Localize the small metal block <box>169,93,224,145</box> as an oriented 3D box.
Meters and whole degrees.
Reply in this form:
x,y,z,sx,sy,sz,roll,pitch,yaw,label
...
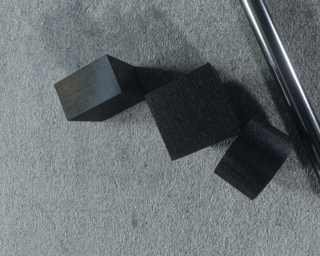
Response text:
x,y,z,sx,sy,sz,roll,pitch,yaw,label
0.047,-0.011,0.392,0.050,0.025,0.050,38,102,16,small metal block

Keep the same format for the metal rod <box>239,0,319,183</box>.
x,y,z,sx,sy,sz,roll,pitch,yaw,label
0.150,-0.046,0.356,0.025,0.025,0.299,-23,82,18,metal rod

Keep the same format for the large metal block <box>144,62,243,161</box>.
x,y,z,sx,sy,sz,roll,pitch,yaw,label
0.041,-0.016,0.355,0.080,0.050,0.080,-25,82,18,large metal block

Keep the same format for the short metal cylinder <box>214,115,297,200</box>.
x,y,z,sx,sy,sz,roll,pitch,yaw,label
0.104,0.032,0.343,0.050,0.080,0.080,36,102,16,short metal cylinder

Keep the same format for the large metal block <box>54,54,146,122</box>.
x,y,z,sx,sy,sz,roll,pitch,yaw,label
-0.074,-0.048,0.406,0.080,0.080,0.050,-25,82,18,large metal block
